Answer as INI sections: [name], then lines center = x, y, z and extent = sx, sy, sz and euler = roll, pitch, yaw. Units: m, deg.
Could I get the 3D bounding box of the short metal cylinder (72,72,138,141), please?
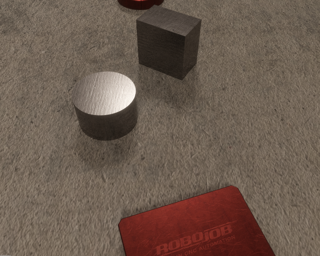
[short metal cylinder]
center = -0.071, -0.030, 0.411
extent = 0.081, 0.050, 0.080
euler = 0, 50, 0

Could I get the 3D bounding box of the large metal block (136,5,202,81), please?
[large metal block]
center = 0.013, -0.132, 0.478
extent = 0.080, 0.080, 0.050
euler = 25, 54, 19

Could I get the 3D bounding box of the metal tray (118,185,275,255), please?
[metal tray]
center = 0.033, 0.117, 0.302
extent = 0.131, 0.030, 0.090
euler = -14, 52, -12

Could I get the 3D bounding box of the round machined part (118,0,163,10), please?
[round machined part]
center = -0.040, -0.285, 0.631
extent = 0.099, 0.042, 0.098
euler = 0, 50, 0
